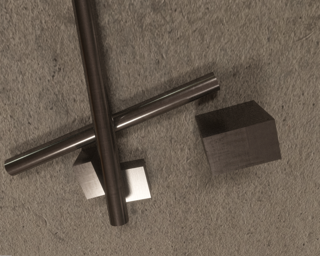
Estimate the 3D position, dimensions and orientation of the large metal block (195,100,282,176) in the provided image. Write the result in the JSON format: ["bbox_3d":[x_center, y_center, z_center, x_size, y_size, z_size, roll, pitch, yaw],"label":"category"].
[{"bbox_3d":[0.093,0.009,0.385,0.080,0.080,0.050,-15,110,5],"label":"large metal block"}]

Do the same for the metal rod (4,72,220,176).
[{"bbox_3d":[-0.067,-0.002,0.407,0.301,0.025,0.025,-22,109,7],"label":"metal rod"}]

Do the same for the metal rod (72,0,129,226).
[{"bbox_3d":[-0.072,-0.022,0.377,0.025,0.025,0.298,-7,101,2],"label":"metal rod"}]

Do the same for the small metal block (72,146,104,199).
[{"bbox_3d":[-0.091,0.059,0.417,0.025,0.050,0.050,-16,110,6],"label":"small metal block"}]

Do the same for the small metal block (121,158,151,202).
[{"bbox_3d":[-0.042,0.075,0.437,0.050,0.025,0.050,-11,110,3],"label":"small metal block"}]
